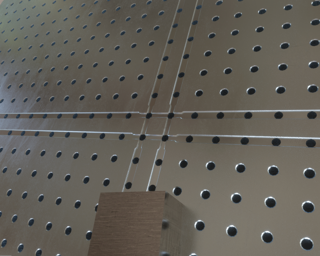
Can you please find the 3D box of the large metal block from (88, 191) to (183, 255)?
[{"bbox_3d":[-0.025,0.115,0.333,0.080,0.050,0.080,-7,59,24],"label":"large metal block"}]
